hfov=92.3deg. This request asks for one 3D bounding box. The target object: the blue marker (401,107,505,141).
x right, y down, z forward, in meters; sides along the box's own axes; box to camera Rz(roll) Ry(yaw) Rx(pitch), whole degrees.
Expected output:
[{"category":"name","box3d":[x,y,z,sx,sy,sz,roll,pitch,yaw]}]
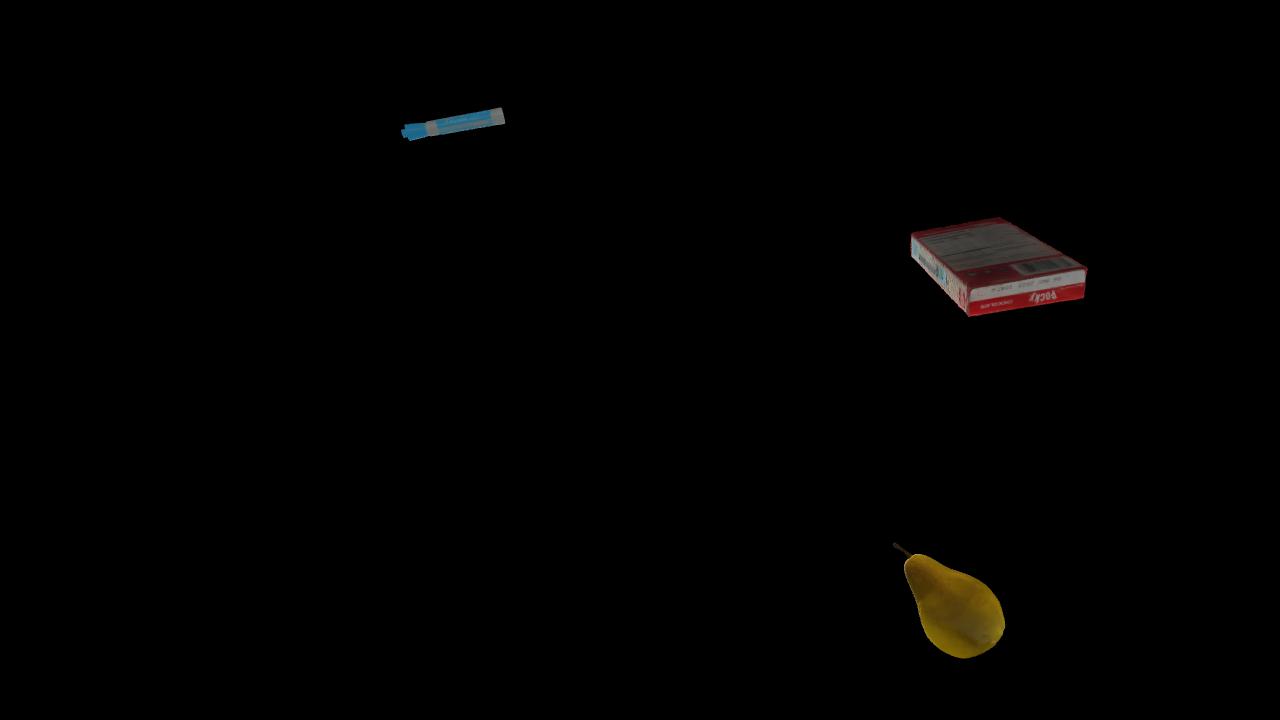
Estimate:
[{"category":"blue marker","box3d":[-0.223,-0.282,0.736,0.121,0.020,0.020,-14,2,-9]}]

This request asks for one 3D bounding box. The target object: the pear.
[{"category":"pear","box3d":[0.288,0.220,0.586,0.080,0.111,0.080,-33,-17,-12]}]

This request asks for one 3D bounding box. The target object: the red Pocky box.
[{"category":"red Pocky box","box3d":[0.292,-0.083,0.519,0.083,0.028,0.155,-10,25,12]}]
